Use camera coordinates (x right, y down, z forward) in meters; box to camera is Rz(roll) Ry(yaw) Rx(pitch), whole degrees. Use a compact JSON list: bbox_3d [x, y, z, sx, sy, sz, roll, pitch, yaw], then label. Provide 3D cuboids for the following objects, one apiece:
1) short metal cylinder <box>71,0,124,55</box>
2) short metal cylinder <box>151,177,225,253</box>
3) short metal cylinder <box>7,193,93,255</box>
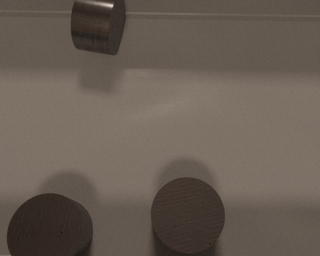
[{"bbox_3d":[-0.085,-0.146,0.433,0.050,0.080,0.080,10,70,3],"label":"short metal cylinder"},{"bbox_3d":[0.030,0.102,0.360,0.081,0.050,0.080,0,70,0],"label":"short metal cylinder"},{"bbox_3d":[-0.122,0.118,0.352,0.081,0.050,0.080,0,70,0],"label":"short metal cylinder"}]
